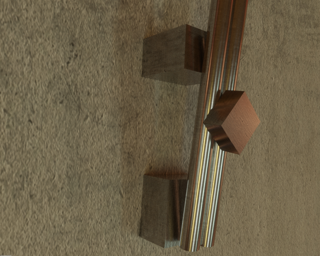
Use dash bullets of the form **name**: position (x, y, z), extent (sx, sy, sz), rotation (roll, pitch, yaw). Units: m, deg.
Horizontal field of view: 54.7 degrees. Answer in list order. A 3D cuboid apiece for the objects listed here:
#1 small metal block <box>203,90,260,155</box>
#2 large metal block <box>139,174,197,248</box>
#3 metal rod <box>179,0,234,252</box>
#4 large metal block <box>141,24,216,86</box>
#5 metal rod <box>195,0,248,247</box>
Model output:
- **small metal block**: position (0.082, -0.007, 0.347), extent (0.050, 0.025, 0.050), rotation (-53, 126, -20)
- **large metal block**: position (0.023, 0.104, 0.408), extent (0.081, 0.050, 0.080), rotation (6, 86, -40)
- **metal rod**: position (0.053, -0.008, 0.355), extent (0.025, 0.025, 0.298), rotation (4, 95, -40)
- **large metal block**: position (0.033, -0.088, 0.398), extent (0.081, 0.080, 0.050), rotation (4, 88, -40)
- **metal rod**: position (0.073, -0.007, 0.372), extent (0.025, 0.025, 0.298), rotation (4, 95, -40)
